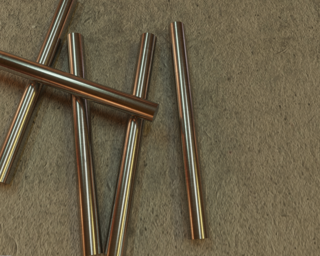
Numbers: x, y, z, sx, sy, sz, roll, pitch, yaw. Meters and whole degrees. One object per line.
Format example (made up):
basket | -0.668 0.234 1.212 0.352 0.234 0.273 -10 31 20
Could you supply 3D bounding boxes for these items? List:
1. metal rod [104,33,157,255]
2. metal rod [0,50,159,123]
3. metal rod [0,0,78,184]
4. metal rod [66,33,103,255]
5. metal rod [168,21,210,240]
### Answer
metal rod | -0.034 0.007 0.405 0.025 0.025 0.299 6 70 2
metal rod | -0.146 -0.068 0.404 0.301 0.025 0.025 19 71 7
metal rod | -0.169 -0.071 0.432 0.025 0.025 0.299 11 70 4
metal rod | -0.101 0.006 0.404 0.025 0.025 0.299 -8 70 -3
metal rod | 0.035 -0.011 0.412 0.025 0.025 0.299 -4 70 -1
